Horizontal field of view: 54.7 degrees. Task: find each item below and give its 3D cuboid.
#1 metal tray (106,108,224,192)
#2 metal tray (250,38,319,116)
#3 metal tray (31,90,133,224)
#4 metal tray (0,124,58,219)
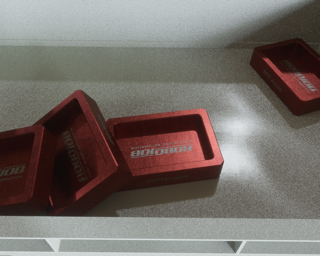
[{"bbox_3d":[0.002,0.024,0.381,0.131,0.030,0.090,-7,50,-6],"label":"metal tray"},{"bbox_3d":[0.211,-0.083,0.473,0.091,0.030,0.130,-15,52,-13],"label":"metal tray"},{"bbox_3d":[-0.097,0.028,0.350,0.090,0.030,0.130,-37,54,6],"label":"metal tray"},{"bbox_3d":[-0.182,0.051,0.331,0.131,0.030,0.090,-11,55,8],"label":"metal tray"}]
